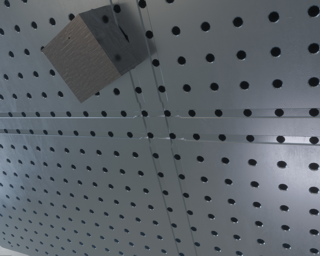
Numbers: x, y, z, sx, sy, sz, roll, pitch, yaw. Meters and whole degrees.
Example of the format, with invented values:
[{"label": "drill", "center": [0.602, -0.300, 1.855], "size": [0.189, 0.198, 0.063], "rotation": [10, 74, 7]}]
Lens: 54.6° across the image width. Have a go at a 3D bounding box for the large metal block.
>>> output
[{"label": "large metal block", "center": [-0.084, -0.089, 0.385], "size": [0.080, 0.050, 0.080], "rotation": [-25, 105, 37]}]
